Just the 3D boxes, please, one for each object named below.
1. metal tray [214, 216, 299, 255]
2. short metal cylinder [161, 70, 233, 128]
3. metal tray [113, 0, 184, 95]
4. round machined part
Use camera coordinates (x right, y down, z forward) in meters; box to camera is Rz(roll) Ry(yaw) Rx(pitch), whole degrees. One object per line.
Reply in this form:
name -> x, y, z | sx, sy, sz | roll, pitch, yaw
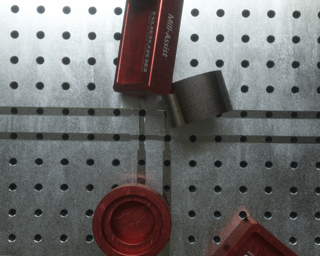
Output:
metal tray -> 0.143, 0.194, 0.412 | 0.130, 0.030, 0.090 | 39, 90, -1
short metal cylinder -> 0.045, -0.035, 0.387 | 0.080, 0.080, 0.050 | -17, 91, 0
metal tray -> -0.016, -0.106, 0.380 | 0.030, 0.090, 0.129 | 8, 90, -34
round machined part -> -0.035, 0.120, 0.405 | 0.099, 0.042, 0.097 | 0, 90, -1
